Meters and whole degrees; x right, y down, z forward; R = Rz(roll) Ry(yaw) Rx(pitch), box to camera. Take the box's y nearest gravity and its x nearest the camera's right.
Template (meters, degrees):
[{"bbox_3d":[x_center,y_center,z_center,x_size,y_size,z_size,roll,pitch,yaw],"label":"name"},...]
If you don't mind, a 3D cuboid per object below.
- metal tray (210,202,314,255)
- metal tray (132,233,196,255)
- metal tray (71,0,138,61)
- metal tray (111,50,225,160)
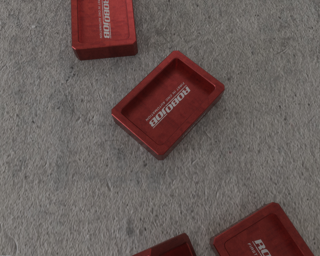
[{"bbox_3d":[0.128,0.162,0.346,0.090,0.030,0.130,-28,73,-10],"label":"metal tray"},{"bbox_3d":[0.022,0.179,0.306,0.030,0.090,0.130,-31,70,21],"label":"metal tray"},{"bbox_3d":[-0.084,-0.168,0.466,0.091,0.030,0.130,-6,70,-3],"label":"metal tray"},{"bbox_3d":[0.012,-0.033,0.417,0.090,0.030,0.130,40,75,13],"label":"metal tray"}]
